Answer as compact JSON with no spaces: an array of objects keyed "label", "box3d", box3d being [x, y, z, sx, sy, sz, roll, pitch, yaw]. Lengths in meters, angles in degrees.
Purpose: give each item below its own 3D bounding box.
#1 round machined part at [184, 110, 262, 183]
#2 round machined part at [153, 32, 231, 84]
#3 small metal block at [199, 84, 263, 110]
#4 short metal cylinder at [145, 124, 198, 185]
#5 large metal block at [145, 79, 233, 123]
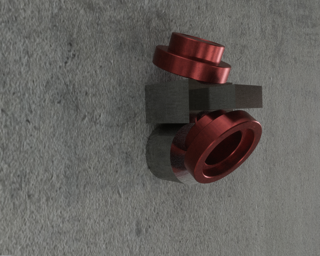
[{"label":"round machined part","box3d":[0.069,0.017,0.369,0.099,0.042,0.097,-24,141,-21]},{"label":"round machined part","box3d":[0.043,-0.092,0.391,0.099,0.098,0.042,-3,117,-40]},{"label":"small metal block","box3d":[0.081,-0.034,0.355,0.050,0.050,0.025,-4,92,-40]},{"label":"short metal cylinder","box3d":[0.027,0.033,0.416,0.081,0.050,0.079,0,90,-40]},{"label":"large metal block","box3d":[0.037,-0.032,0.403,0.081,0.080,0.050,-3,92,-40]}]
